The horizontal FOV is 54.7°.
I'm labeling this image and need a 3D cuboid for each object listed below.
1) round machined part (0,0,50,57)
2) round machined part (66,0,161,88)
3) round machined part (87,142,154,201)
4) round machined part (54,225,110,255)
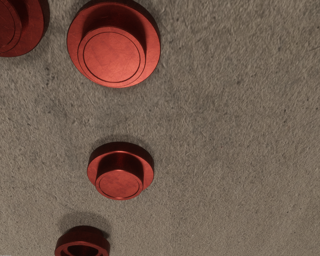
[{"bbox_3d":[-0.162,-0.112,0.298,0.099,0.042,0.097,-1,130,0],"label":"round machined part"},{"bbox_3d":[-0.048,-0.082,0.325,0.099,0.042,0.097,-1,130,0],"label":"round machined part"},{"bbox_3d":[-0.058,0.069,0.454,0.099,0.042,0.097,-1,130,0],"label":"round machined part"},{"bbox_3d":[-0.143,0.220,0.581,0.099,0.042,0.097,-1,130,0],"label":"round machined part"}]
